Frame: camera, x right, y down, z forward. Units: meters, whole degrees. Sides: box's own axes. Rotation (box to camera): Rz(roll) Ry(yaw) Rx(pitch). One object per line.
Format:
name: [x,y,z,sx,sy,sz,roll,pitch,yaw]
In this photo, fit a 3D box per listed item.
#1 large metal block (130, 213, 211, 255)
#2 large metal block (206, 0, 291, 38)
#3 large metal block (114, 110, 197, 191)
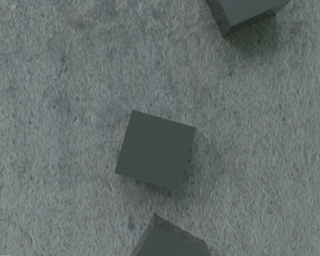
large metal block: [0.008,0.171,0.398,0.080,0.050,0.080,30,90,-1]
large metal block: [0.106,-0.175,0.399,0.080,0.050,0.080,-24,90,-1]
large metal block: [-0.006,0.027,0.397,0.080,0.050,0.080,16,90,-1]
